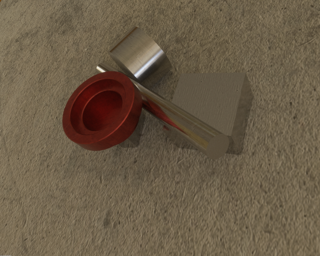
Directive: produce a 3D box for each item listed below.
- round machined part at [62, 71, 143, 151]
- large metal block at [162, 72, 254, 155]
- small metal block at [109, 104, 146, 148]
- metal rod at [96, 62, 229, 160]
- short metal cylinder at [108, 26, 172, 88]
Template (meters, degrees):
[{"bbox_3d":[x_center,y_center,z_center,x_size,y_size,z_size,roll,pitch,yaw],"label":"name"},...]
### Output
[{"bbox_3d":[-0.064,-0.017,0.374,0.098,0.042,0.098,-12,58,21],"label":"round machined part"},{"bbox_3d":[0.059,-0.018,0.369,0.080,0.050,0.080,5,64,30],"label":"large metal block"},{"bbox_3d":[-0.046,-0.006,0.416,0.025,0.050,0.050,-2,61,27],"label":"small metal block"},{"bbox_3d":[-0.021,-0.040,0.391,0.025,0.025,0.300,-46,37,-4],"label":"metal rod"},{"bbox_3d":[-0.029,-0.097,0.443,0.050,0.080,0.080,-45,51,-3],"label":"short metal cylinder"}]
